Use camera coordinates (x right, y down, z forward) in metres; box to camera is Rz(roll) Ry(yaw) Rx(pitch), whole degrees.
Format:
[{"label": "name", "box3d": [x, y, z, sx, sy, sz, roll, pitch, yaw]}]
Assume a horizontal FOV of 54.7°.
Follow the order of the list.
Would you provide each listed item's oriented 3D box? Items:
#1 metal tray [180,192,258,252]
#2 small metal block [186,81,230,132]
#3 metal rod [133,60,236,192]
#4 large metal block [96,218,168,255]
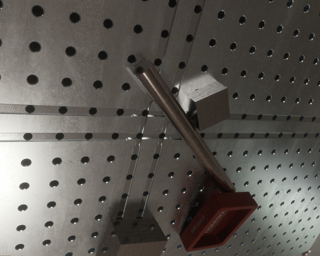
[{"label": "metal tray", "box3d": [0.103, 0.168, 0.553, 0.091, 0.030, 0.129, 5, 129, -31]}, {"label": "small metal block", "box3d": [0.068, -0.030, 0.432, 0.050, 0.025, 0.050, -25, 128, -14]}, {"label": "metal rod", "box3d": [0.051, 0.021, 0.453, 0.025, 0.025, 0.300, -40, 130, -2]}, {"label": "large metal block", "box3d": [-0.046, 0.192, 0.491, 0.081, 0.050, 0.079, 9, 114, -33]}]
